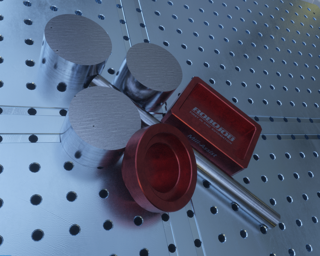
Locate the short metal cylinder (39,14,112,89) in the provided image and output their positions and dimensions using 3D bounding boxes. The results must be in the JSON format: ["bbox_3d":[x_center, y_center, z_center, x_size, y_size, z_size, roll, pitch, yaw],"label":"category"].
[{"bbox_3d":[-0.107,-0.096,0.393,0.081,0.050,0.080,14,56,-21],"label":"short metal cylinder"}]

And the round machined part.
[{"bbox_3d":[-0.004,0.046,0.353,0.099,0.042,0.098,17,66,-43],"label":"round machined part"}]

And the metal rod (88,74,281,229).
[{"bbox_3d":[0.033,0.033,0.406,0.300,0.025,0.025,38,51,-3],"label":"metal rod"}]

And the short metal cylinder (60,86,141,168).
[{"bbox_3d":[-0.068,-0.001,0.355,0.081,0.050,0.080,14,56,-21],"label":"short metal cylinder"}]

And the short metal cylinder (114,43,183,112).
[{"bbox_3d":[-0.017,-0.069,0.424,0.081,0.050,0.080,14,56,-21],"label":"short metal cylinder"}]

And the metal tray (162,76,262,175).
[{"bbox_3d":[0.078,-0.005,0.449,0.130,0.030,0.090,38,52,-3],"label":"metal tray"}]
